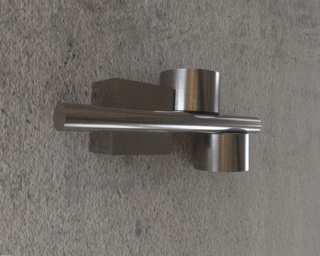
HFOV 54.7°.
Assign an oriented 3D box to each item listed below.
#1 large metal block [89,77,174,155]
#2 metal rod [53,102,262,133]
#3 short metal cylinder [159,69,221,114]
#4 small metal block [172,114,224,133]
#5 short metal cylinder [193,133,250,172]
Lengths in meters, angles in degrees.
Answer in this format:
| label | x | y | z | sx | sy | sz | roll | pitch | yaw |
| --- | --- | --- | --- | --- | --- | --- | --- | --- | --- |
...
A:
| label | x | y | z | sx | sy | sz | roll | pitch | yaw |
| --- | --- | --- | --- | --- | --- | --- | --- | --- | --- |
| large metal block | -0.032 | -0.010 | 0.360 | 0.081 | 0.050 | 0.080 | 4 | 88 | -40 |
| metal rod | 0.027 | -0.007 | 0.365 | 0.302 | 0.025 | 0.025 | 1 | 89 | -41 |
| short metal cylinder | 0.039 | -0.045 | 0.406 | 0.081 | 0.080 | 0.050 | 3 | 89 | -40 |
| small metal block | 0.053 | -0.005 | 0.435 | 0.050 | 0.050 | 0.025 | 1 | 89 | -40 |
| short metal cylinder | 0.088 | 0.033 | 0.446 | 0.081 | 0.080 | 0.050 | 0 | 91 | -40 |
